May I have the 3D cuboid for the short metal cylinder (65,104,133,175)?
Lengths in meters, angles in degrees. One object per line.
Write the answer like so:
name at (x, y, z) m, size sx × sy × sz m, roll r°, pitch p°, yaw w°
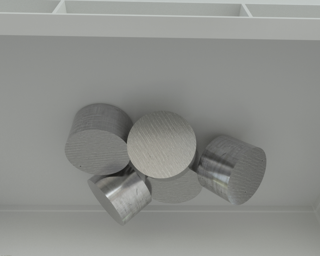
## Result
short metal cylinder at (-0.077, 0.016, 0.402) m, size 0.081 × 0.050 × 0.079 m, roll 0°, pitch 130°, yaw 0°

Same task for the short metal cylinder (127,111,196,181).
short metal cylinder at (0.004, 0.024, 0.382) m, size 0.080 × 0.080 × 0.050 m, roll -6°, pitch 166°, yaw 4°

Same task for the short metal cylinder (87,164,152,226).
short metal cylinder at (-0.057, 0.090, 0.438) m, size 0.050 × 0.080 × 0.080 m, roll -37°, pitch 135°, yaw -25°

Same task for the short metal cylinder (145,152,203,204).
short metal cylinder at (0.019, 0.064, 0.446) m, size 0.081 × 0.050 × 0.079 m, roll 0°, pitch 130°, yaw 0°

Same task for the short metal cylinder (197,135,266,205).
short metal cylinder at (0.096, 0.055, 0.412) m, size 0.081 × 0.050 × 0.079 m, roll -17°, pitch 118°, yaw -36°
